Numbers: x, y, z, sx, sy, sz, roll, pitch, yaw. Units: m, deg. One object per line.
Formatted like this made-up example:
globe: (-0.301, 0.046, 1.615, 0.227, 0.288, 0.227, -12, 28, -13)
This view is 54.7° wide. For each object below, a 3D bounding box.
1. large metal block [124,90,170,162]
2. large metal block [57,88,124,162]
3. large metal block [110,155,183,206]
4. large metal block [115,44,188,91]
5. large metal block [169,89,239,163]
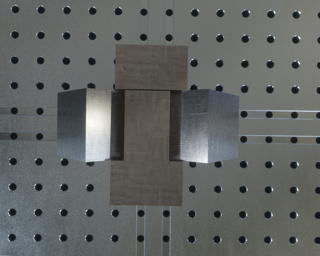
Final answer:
large metal block: (-0.015, -0.002, 0.385, 0.050, 0.080, 0.079, 1, 90, 0)
large metal block: (-0.086, -0.004, 0.378, 0.050, 0.080, 0.079, 0, 91, -40)
large metal block: (-0.015, 0.061, 0.385, 0.081, 0.080, 0.050, 1, 90, -1)
large metal block: (-0.010, -0.068, 0.385, 0.081, 0.080, 0.050, 1, 90, -1)
large metal block: (0.056, -0.002, 0.378, 0.050, 0.081, 0.079, 1, 89, 37)
